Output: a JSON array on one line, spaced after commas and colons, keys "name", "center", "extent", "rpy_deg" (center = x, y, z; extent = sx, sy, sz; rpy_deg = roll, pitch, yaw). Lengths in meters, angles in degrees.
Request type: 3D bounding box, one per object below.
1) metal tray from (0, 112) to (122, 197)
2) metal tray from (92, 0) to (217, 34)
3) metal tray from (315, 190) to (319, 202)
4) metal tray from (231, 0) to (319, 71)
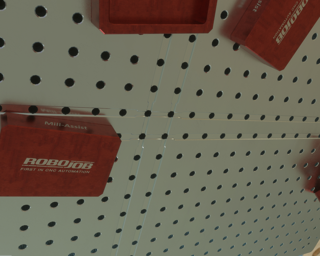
[{"name": "metal tray", "center": [-0.121, 0.036, 0.364], "extent": [0.131, 0.030, 0.089], "rpy_deg": [8, 114, -32]}, {"name": "metal tray", "center": [-0.002, -0.145, 0.316], "extent": [0.131, 0.030, 0.089], "rpy_deg": [-8, 122, -24]}, {"name": "metal tray", "center": [0.424, 0.127, 0.686], "extent": [0.091, 0.030, 0.129], "rpy_deg": [9, 136, -33]}, {"name": "metal tray", "center": [0.163, -0.151, 0.403], "extent": [0.091, 0.030, 0.129], "rpy_deg": [21, 107, -36]}]
